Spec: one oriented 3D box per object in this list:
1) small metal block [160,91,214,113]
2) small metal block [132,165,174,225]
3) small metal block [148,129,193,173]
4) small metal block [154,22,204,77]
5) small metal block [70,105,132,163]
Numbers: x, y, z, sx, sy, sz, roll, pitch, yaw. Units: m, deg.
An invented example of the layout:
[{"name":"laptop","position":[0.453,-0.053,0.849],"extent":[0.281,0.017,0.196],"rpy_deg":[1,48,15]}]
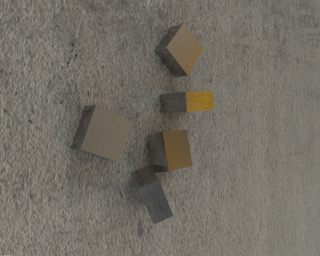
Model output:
[{"name":"small metal block","position":[0.036,-0.035,0.418],"extent":[0.050,0.050,0.025],"rpy_deg":[-6,94,-40]},{"name":"small metal block","position":[-0.010,0.079,0.376],"extent":[0.025,0.050,0.050],"rpy_deg":[-23,107,-6]},{"name":"small metal block","position":[0.014,0.030,0.407],"extent":[0.050,0.025,0.050],"rpy_deg":[-4,84,-49]},{"name":"small metal block","position":[0.027,-0.107,0.427],"extent":[0.050,0.025,0.050],"rpy_deg":[46,62,-30]},{"name":"small metal block","position":[-0.065,0.007,0.350],"extent":[0.050,0.025,0.050],"rpy_deg":[25,74,-37]}]
